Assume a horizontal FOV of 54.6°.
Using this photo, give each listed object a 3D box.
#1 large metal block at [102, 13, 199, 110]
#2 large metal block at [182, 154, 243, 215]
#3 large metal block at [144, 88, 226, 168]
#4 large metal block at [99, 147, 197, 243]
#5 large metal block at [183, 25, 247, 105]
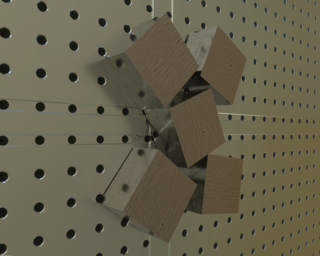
[{"bbox_3d":[-0.009,-0.080,0.384,0.080,0.050,0.080,-51,120,-27],"label":"large metal block"},{"bbox_3d":[0.073,0.080,0.453,0.081,0.050,0.080,12,83,-40],"label":"large metal block"},{"bbox_3d":[0.036,-0.002,0.421,0.081,0.050,0.080,-28,108,-36],"label":"large metal block"},{"bbox_3d":[-0.012,0.080,0.380,0.080,0.050,0.080,45,63,-30],"label":"large metal block"},{"bbox_3d":[0.075,-0.087,0.453,0.080,0.050,0.080,33,70,-38],"label":"large metal block"}]
